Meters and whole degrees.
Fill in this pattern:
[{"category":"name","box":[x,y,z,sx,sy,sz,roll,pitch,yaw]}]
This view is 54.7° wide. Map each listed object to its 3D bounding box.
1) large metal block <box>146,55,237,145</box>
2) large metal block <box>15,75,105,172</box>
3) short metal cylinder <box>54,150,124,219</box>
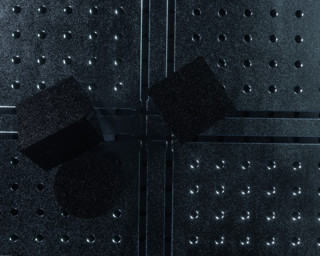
[{"category":"large metal block","box":[0.038,-0.034,0.401,0.080,0.050,0.080,-32,90,0]},{"category":"large metal block","box":[-0.123,-0.006,0.380,0.080,0.050,0.080,-27,50,0]},{"category":"short metal cylinder","box":[-0.088,0.070,0.400,0.081,0.050,0.080,0,90,0]}]
